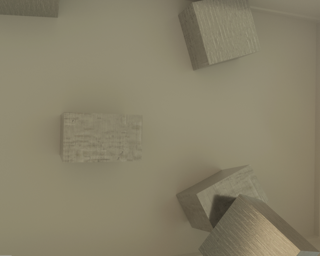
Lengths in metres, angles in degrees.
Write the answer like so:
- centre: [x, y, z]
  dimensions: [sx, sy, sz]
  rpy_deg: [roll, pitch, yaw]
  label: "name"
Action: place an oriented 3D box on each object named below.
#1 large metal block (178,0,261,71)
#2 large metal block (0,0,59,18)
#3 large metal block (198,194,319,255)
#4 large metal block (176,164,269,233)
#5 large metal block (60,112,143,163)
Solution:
- centre: [0.081, -0.131, 0.425]
  dimensions: [0.081, 0.050, 0.080]
  rpy_deg: [-18, 97, -17]
  label: "large metal block"
- centre: [-0.150, -0.156, 0.325]
  dimensions: [0.081, 0.080, 0.050]
  rpy_deg: [-4, 92, -20]
  label: "large metal block"
- centre: [0.102, 0.130, 0.329]
  dimensions: [0.050, 0.080, 0.080]
  rpy_deg: [24, 104, -42]
  label: "large metal block"
- centre: [0.078, 0.091, 0.405]
  dimensions: [0.081, 0.080, 0.050]
  rpy_deg: [-24, 85, -18]
  label: "large metal block"
- centre: [-0.071, 0.010, 0.355]
  dimensions: [0.081, 0.080, 0.050]
  rpy_deg: [1, 90, -20]
  label: "large metal block"
